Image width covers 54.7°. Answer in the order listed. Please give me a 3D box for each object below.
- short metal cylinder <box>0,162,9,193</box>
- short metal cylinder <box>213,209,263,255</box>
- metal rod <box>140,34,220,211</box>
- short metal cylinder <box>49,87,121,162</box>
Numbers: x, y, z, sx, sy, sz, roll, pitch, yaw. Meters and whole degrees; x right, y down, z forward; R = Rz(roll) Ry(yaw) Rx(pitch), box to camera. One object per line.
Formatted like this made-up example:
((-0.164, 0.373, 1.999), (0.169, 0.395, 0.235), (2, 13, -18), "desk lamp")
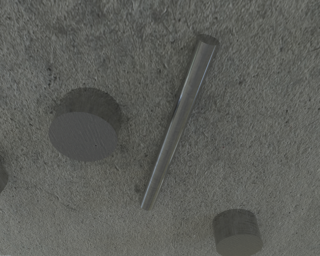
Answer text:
((-0.260, 0.066, 0.425), (0.080, 0.080, 0.050), (-8, 130, 6), "short metal cylinder")
((0.137, 0.189, 0.553), (0.081, 0.050, 0.079), (0, 130, 0), "short metal cylinder")
((0.015, 0.017, 0.421), (0.025, 0.025, 0.298), (11, 129, -9), "metal rod")
((-0.091, -0.004, 0.387), (0.081, 0.050, 0.079), (0, 130, 0), "short metal cylinder")
